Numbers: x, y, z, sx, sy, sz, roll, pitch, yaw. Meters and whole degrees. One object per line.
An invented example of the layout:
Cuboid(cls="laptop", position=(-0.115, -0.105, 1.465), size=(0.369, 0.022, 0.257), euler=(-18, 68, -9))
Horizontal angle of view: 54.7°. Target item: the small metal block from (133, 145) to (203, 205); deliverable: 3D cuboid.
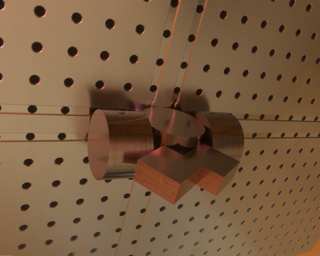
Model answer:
Cuboid(cls="small metal block", position=(0.009, 0.047, 0.324), size=(0.050, 0.050, 0.025), euler=(-25, 136, -54))

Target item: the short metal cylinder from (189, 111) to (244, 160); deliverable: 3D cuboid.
Cuboid(cls="short metal cylinder", position=(0.067, 0.017, 0.422), size=(0.050, 0.080, 0.079), euler=(1, 118, -28))

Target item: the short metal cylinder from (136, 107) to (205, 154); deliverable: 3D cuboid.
Cuboid(cls="short metal cylinder", position=(0.011, 0.013, 0.389), size=(0.081, 0.080, 0.050), euler=(1, 118, -29))

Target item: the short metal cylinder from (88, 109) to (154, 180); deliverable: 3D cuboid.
Cuboid(cls="short metal cylinder", position=(-0.048, 0.019, 0.360), size=(0.050, 0.080, 0.079), euler=(1, 118, -29))

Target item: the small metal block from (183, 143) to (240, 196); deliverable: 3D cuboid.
Cuboid(cls="small metal block", position=(0.056, 0.045, 0.354), size=(0.050, 0.050, 0.025), euler=(-24, 135, -54))
